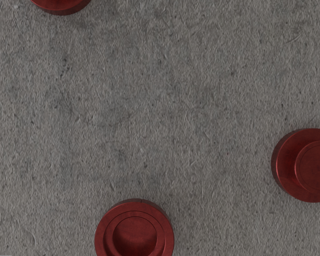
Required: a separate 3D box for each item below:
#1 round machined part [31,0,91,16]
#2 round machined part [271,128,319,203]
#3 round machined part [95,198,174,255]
[{"bbox_3d":[-0.134,-0.201,0.400,0.099,0.042,0.097,0,90,0],"label":"round machined part"},{"bbox_3d":[0.201,0.049,0.403,0.099,0.042,0.097,0,90,0],"label":"round machined part"},{"bbox_3d":[-0.031,0.139,0.401,0.099,0.042,0.097,0,90,0],"label":"round machined part"}]
